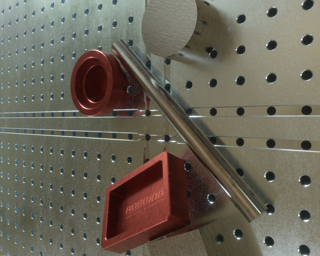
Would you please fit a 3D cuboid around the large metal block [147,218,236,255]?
[{"bbox_3d":[0.041,0.159,0.358,0.080,0.050,0.080,-30,72,35],"label":"large metal block"}]

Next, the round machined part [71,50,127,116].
[{"bbox_3d":[-0.089,-0.066,0.469,0.098,0.042,0.097,0,90,39],"label":"round machined part"}]

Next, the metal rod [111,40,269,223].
[{"bbox_3d":[0.021,-0.014,0.390,0.300,0.025,0.025,52,120,27],"label":"metal rod"}]

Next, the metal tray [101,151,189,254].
[{"bbox_3d":[-0.023,0.097,0.397,0.130,0.030,0.090,-35,40,34],"label":"metal tray"}]

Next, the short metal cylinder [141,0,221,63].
[{"bbox_3d":[0.024,-0.121,0.371,0.080,0.050,0.079,0,90,39],"label":"short metal cylinder"}]
